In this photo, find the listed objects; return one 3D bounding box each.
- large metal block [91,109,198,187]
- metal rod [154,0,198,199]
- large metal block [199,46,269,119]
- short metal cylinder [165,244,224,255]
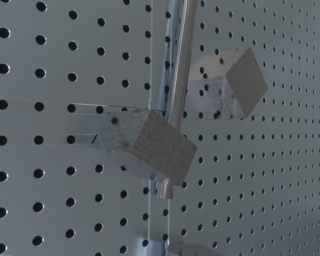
[{"bbox_3d":[-0.018,0.023,0.358,0.080,0.080,0.050,38,67,-34],"label":"large metal block"},{"bbox_3d":[0.025,-0.054,0.429,0.025,0.025,0.298,13,82,-39],"label":"metal rod"},{"bbox_3d":[0.119,-0.070,0.492,0.080,0.050,0.080,-48,119,-29],"label":"large metal block"},{"bbox_3d":[0.044,0.191,0.410,0.081,0.080,0.050,16,80,-39],"label":"short metal cylinder"}]
